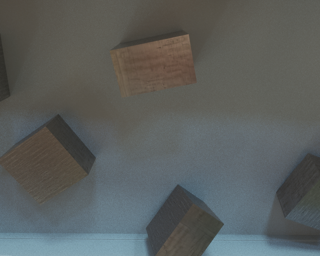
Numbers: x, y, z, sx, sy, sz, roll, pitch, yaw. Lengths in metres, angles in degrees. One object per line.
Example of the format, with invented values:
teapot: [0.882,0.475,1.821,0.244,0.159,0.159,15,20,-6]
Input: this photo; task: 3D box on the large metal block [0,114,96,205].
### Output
large metal block: [-0.147,0.041,0.412,0.080,0.050,0.080,-33,107,11]

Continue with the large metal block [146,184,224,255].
large metal block: [0.030,0.134,0.421,0.050,0.080,0.080,36,89,-12]

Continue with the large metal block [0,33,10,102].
large metal block: [-0.222,-0.065,0.356,0.050,0.080,0.079,0,110,0]

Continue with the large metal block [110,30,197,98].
large metal block: [-0.006,-0.076,0.354,0.080,0.080,0.050,-11,110,4]

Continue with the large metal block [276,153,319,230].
large metal block: [0.223,0.092,0.425,0.080,0.050,0.079,20,121,-7]
